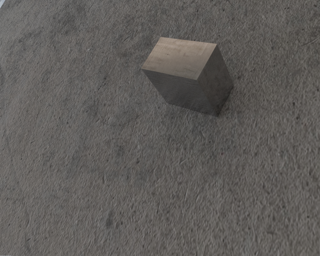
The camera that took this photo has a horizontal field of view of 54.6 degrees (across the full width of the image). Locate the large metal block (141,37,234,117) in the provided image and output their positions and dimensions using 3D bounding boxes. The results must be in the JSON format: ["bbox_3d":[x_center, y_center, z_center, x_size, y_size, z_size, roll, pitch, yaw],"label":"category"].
[{"bbox_3d":[0.037,-0.064,0.389,0.080,0.080,0.050,19,72,35],"label":"large metal block"}]
